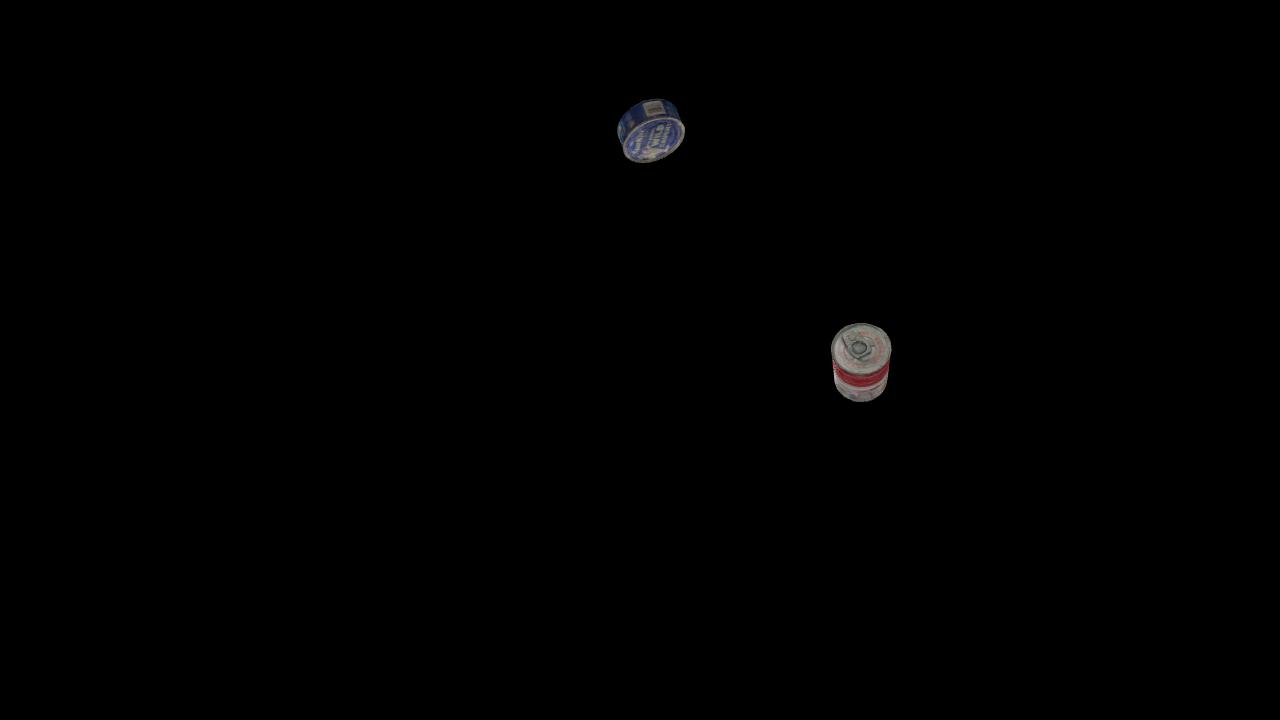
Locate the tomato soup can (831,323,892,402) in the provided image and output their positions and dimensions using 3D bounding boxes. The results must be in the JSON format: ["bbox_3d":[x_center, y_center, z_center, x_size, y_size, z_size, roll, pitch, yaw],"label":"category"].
[{"bbox_3d":[0.274,0.006,0.763,0.068,0.068,0.101,0,-23,20],"label":"tomato soup can"}]

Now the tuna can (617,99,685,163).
[{"bbox_3d":[0.013,-0.295,0.793,0.084,0.034,0.084,-17,-17,-5],"label":"tuna can"}]
